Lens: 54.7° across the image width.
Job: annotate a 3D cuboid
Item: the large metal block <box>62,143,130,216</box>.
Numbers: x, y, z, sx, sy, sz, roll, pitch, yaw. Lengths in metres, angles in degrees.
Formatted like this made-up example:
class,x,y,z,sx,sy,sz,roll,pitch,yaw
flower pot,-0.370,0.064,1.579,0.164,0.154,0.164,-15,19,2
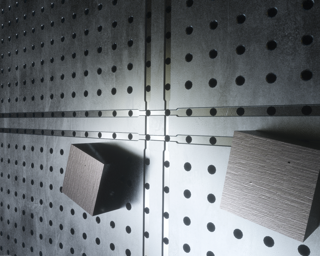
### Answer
class,x,y,z,sx,sy,sz,roll,pitch,yaw
large metal block,-0.099,0.074,0.472,0.080,0.050,0.079,23,105,37

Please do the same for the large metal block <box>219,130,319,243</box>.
class,x,y,z,sx,sy,sz,roll,pitch,yaw
large metal block,0.112,0.050,0.300,0.080,0.050,0.079,15,99,38
